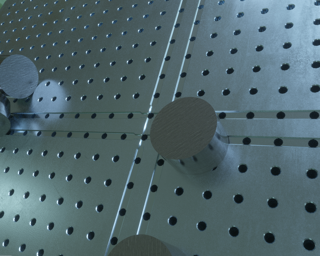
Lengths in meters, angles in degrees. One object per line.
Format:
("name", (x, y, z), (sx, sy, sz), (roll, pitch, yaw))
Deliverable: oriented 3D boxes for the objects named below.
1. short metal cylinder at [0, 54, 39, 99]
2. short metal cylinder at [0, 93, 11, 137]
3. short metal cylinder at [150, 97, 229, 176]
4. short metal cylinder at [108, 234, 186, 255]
("short metal cylinder", (-0.278, -0.096, 0.578), (0.050, 0.080, 0.080), (7, 66, 32))
("short metal cylinder", (-0.310, -0.023, 0.550), (0.080, 0.080, 0.050), (-29, 52, 10))
("short metal cylinder", (0.035, 0.010, 0.367), (0.080, 0.050, 0.080), (-13, 56, 21))
("short metal cylinder", (-0.011, 0.151, 0.305), (0.080, 0.050, 0.080), (-13, 56, 21))
